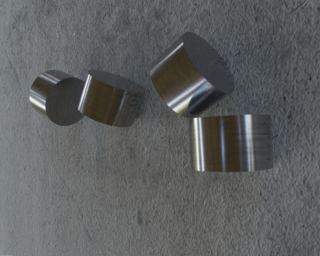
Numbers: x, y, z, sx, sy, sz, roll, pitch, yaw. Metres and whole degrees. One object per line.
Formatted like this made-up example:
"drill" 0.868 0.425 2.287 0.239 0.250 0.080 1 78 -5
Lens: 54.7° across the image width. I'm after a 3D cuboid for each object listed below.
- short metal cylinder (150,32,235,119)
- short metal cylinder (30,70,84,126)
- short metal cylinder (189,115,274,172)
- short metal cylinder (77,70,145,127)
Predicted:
"short metal cylinder" 0.036 -0.057 0.340 0.050 0.081 0.080 -37 67 34
"short metal cylinder" -0.160 -0.049 0.502 0.050 0.081 0.079 26 106 37
"short metal cylinder" 0.070 0.015 0.311 0.080 0.081 0.050 -4 88 40
"short metal cylinder" -0.066 -0.041 0.424 0.080 0.081 0.050 34 111 35
